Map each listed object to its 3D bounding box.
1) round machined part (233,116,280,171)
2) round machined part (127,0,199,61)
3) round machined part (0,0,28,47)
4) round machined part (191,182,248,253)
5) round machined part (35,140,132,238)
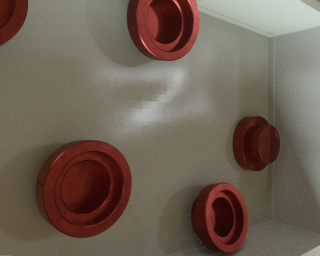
[{"bbox_3d":[0.175,0.028,0.546,0.099,0.042,0.097,0,90,-40],"label":"round machined part"},{"bbox_3d":[0.000,-0.134,0.390,0.099,0.042,0.097,-10,106,-36],"label":"round machined part"},{"bbox_3d":[-0.167,-0.110,0.256,0.099,0.042,0.097,0,90,-40],"label":"round machined part"},{"bbox_3d":[0.084,0.132,0.460,0.099,0.042,0.098,14,68,-39],"label":"round machined part"},{"bbox_3d":[-0.082,0.061,0.328,0.099,0.042,0.097,0,90,-40],"label":"round machined part"}]
